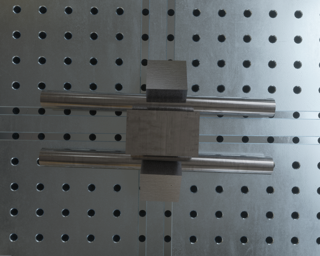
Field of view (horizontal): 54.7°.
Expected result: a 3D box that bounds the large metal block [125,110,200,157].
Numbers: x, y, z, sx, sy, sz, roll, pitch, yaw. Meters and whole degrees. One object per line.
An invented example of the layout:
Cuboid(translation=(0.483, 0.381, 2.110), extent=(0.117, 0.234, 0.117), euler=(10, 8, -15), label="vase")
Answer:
Cuboid(translation=(0.003, 0.006, 0.381), extent=(0.081, 0.080, 0.050), euler=(2, 90, 0), label="large metal block")

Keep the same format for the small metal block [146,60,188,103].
Cuboid(translation=(0.008, -0.060, 0.398), extent=(0.050, 0.025, 0.050), euler=(1, 56, -1), label="small metal block")

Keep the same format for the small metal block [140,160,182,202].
Cuboid(translation=(0.001, 0.068, 0.398), extent=(0.050, 0.025, 0.050), euler=(3, 128, -1), label="small metal block")

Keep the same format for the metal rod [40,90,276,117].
Cuboid(translation=(-0.002, -0.032, 0.409), extent=(0.302, 0.025, 0.025), euler=(2, 90, -1), label="metal rod")

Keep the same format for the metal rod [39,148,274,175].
Cuboid(translation=(-0.004, 0.044, 0.410), extent=(0.302, 0.025, 0.025), euler=(2, 90, -1), label="metal rod")
